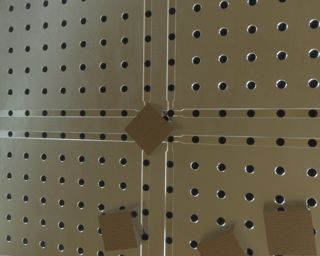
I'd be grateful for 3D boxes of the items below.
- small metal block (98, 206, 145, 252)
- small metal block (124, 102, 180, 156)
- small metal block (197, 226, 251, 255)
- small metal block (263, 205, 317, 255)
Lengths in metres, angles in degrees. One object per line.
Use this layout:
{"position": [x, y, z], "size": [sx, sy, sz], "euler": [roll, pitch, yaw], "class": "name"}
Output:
{"position": [-0.054, 0.140, 0.432], "size": [0.050, 0.025, 0.050], "euler": [-15, 85, 19], "class": "small metal block"}
{"position": [-0.011, 0.002, 0.417], "size": [0.050, 0.025, 0.050], "euler": [46, 104, 14], "class": "small metal block"}
{"position": [0.082, 0.158, 0.384], "size": [0.050, 0.025, 0.050], "euler": [-30, 80, 17], "class": "small metal block"}
{"position": [0.150, 0.118, 0.360], "size": [0.050, 0.025, 0.050], "euler": [-8, 87, 20], "class": "small metal block"}
